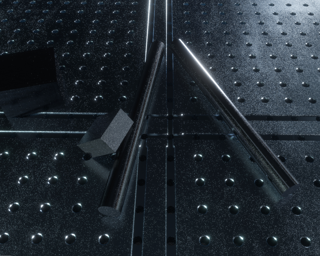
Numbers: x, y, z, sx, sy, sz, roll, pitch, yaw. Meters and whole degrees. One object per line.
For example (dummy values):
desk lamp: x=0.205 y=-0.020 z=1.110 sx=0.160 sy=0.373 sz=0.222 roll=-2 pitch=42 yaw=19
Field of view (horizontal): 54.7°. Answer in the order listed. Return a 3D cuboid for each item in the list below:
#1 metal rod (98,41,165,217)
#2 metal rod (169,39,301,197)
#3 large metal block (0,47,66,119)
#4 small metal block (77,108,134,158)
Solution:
metal rod: x=-0.029 y=-0.024 z=0.426 sx=0.025 sy=0.025 sz=0.300 roll=8 pitch=50 yaw=6
metal rod: x=0.087 y=-0.035 z=0.437 sx=0.025 sy=0.025 sz=0.300 roll=-19 pitch=53 yaw=-15
large metal block: x=-0.185 y=-0.067 z=0.446 sx=0.081 sy=0.050 sz=0.080 roll=-12 pitch=51 yaw=-10
small metal block: x=-0.067 y=0.007 z=0.384 sx=0.050 sy=0.025 sz=0.050 roll=-15 pitch=36 yaw=43
